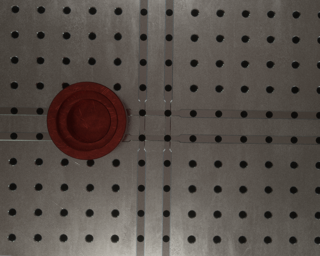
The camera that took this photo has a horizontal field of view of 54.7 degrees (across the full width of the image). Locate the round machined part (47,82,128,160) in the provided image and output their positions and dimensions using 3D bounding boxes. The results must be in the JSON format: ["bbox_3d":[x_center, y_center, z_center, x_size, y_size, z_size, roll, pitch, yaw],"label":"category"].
[{"bbox_3d":[-0.091,-0.009,0.404,0.099,0.042,0.097,0,90,-1],"label":"round machined part"}]
